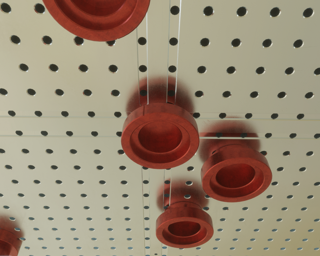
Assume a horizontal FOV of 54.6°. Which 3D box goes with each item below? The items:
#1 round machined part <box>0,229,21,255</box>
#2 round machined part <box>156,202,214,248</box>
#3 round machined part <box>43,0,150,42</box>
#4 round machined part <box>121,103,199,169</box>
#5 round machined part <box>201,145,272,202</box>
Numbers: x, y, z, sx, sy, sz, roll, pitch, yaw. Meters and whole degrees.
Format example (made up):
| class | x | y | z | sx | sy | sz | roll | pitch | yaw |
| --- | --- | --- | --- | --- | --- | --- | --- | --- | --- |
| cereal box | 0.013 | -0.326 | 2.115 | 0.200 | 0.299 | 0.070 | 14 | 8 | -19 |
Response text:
| class | x | y | z | sx | sy | sz | roll | pitch | yaw |
| --- | --- | --- | --- | --- | --- | --- | --- | --- | --- |
| round machined part | -0.326 | 0.236 | 0.599 | 0.099 | 0.042 | 0.097 | 0 | 130 | 0 |
| round machined part | 0.042 | 0.166 | 0.542 | 0.099 | 0.042 | 0.097 | 0 | 130 | 0 |
| round machined part | -0.057 | -0.134 | 0.286 | 0.099 | 0.042 | 0.097 | 0 | 130 | 0 |
| round machined part | 0.000 | 0.006 | 0.405 | 0.099 | 0.042 | 0.097 | 0 | 130 | 0 |
| round machined part | 0.109 | 0.063 | 0.454 | 0.099 | 0.042 | 0.097 | 0 | 130 | 0 |
